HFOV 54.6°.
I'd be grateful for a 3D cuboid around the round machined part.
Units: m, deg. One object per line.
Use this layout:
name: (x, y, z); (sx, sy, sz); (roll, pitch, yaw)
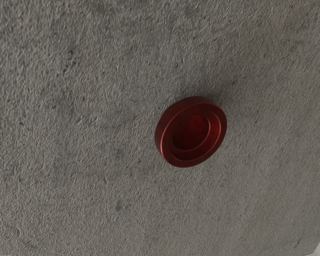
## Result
round machined part: (0.037, 0.001, 0.416); (0.099, 0.042, 0.097); (-14, 124, -21)
